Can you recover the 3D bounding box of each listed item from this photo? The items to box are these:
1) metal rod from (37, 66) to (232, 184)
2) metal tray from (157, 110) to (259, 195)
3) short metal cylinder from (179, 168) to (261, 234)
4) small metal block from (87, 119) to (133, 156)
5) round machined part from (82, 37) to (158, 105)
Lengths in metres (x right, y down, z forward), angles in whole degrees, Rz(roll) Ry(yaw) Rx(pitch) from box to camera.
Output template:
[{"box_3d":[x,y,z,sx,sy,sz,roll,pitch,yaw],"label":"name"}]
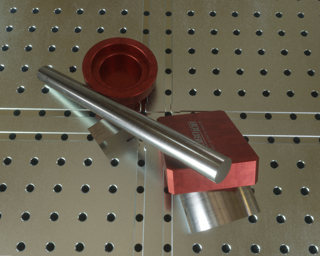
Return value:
[{"box_3d":[-0.054,-0.020,0.353,0.300,0.025,0.025,28,70,35],"label":"metal rod"},{"box_3d":[0.047,0.021,0.358,0.091,0.030,0.130,-6,25,-3],"label":"metal tray"},{"box_3d":[0.066,0.083,0.353,0.081,0.080,0.050,-16,71,-6],"label":"short metal cylinder"},{"box_3d":[-0.059,0.005,0.396,0.050,0.050,0.025,-34,74,-12],"label":"small metal block"},{"box_3d":[-0.054,-0.073,0.424,0.099,0.042,0.098,2,64,-5],"label":"round machined part"}]
